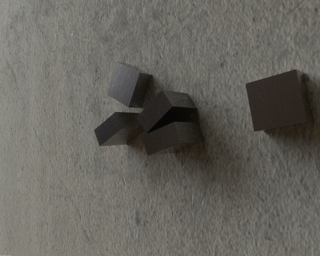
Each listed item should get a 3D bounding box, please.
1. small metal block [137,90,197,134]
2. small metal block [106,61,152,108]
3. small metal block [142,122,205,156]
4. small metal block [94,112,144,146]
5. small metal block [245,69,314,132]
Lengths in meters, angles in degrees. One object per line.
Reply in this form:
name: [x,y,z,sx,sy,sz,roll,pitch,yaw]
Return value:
small metal block: [0.009,-0.019,0.380,0.050,0.050,0.025,-45,63,30]
small metal block: [-0.044,-0.061,0.439,0.050,0.025,0.050,31,109,35]
small metal block: [0.017,0.013,0.373,0.050,0.050,0.025,-24,75,37]
small metal block: [-0.054,0.002,0.431,0.050,0.050,0.025,-36,68,34]
small metal block: [0.118,-0.025,0.307,0.050,0.025,0.050,-13,82,39]
